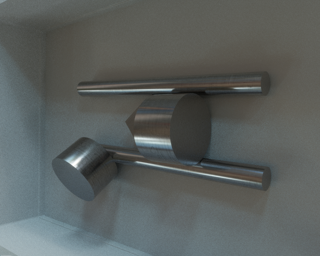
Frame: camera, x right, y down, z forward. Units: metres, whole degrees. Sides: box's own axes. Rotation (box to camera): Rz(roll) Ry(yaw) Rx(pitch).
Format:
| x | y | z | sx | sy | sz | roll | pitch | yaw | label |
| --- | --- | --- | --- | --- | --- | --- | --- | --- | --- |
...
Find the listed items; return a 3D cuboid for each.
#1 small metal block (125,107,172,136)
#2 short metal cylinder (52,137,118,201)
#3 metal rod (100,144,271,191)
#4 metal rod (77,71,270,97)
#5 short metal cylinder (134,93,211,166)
| x | y | z | sx | sy | sz | roll | pitch | yaw | label |
| --- | --- | --- | --- | --- | --- | --- | --- | --- | --- |
| -0.013 | -0.004 | 0.413 | 0.050 | 0.025 | 0.050 | -45 | 63 | 30 | small metal block |
| -0.110 | 0.060 | 0.454 | 0.080 | 0.050 | 0.079 | 24 | 137 | 24 | short metal cylinder |
| -0.008 | 0.043 | 0.409 | 0.300 | 0.025 | 0.025 | 4 | 93 | 39 | metal rod |
| -0.009 | -0.054 | 0.409 | 0.300 | 0.025 | 0.025 | 5 | 93 | 39 | metal rod |
| 0.016 | 0.001 | 0.354 | 0.050 | 0.081 | 0.079 | 2 | 92 | 40 | short metal cylinder |
